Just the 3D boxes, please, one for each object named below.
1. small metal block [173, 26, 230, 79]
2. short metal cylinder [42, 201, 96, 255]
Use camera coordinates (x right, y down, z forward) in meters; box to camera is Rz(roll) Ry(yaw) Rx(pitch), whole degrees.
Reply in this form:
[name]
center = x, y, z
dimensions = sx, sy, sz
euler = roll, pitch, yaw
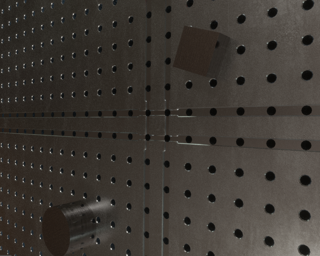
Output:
[small metal block]
center = 0.048, -0.090, 0.368
dimensions = 0.050, 0.025, 0.050
euler = 26, 106, 36
[short metal cylinder]
center = -0.152, 0.166, 0.515
dimensions = 0.080, 0.050, 0.079
euler = 0, 90, 39
